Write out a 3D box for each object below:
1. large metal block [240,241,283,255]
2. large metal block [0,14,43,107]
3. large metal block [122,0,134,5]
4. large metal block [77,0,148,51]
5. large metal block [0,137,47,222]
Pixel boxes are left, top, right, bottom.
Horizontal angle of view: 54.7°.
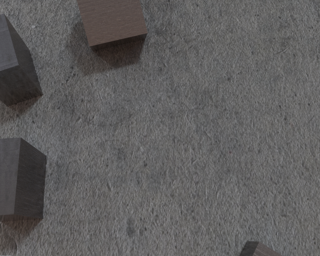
[{"bbox_3d":[0.118,0.179,0.330,0.080,0.050,0.080,30,73,10],"label":"large metal block"},{"bbox_3d":[-0.203,-0.086,0.409,0.050,0.080,0.080,-21,72,-7],"label":"large metal block"},{"bbox_3d":[-0.052,-0.257,0.488,0.080,0.050,0.080,42,75,14],"label":"large metal block"},{"bbox_3d":[-0.068,-0.160,0.436,0.081,0.050,0.080,-15,98,-6],"label":"large metal block"},{"bbox_3d":[-0.171,0.062,0.355,0.050,0.080,0.080,-4,70,-1],"label":"large metal block"}]
